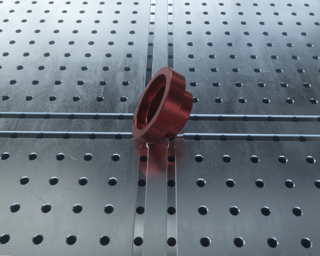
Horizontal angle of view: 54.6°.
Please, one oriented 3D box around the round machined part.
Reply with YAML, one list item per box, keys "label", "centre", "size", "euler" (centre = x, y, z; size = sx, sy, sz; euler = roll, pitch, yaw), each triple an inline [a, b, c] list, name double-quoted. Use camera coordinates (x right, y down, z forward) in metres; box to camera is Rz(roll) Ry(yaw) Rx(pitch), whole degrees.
- label: "round machined part"
  centre: [0.006, -0.025, 0.394]
  size: [0.042, 0.098, 0.098]
  euler: [23, 47, -21]
